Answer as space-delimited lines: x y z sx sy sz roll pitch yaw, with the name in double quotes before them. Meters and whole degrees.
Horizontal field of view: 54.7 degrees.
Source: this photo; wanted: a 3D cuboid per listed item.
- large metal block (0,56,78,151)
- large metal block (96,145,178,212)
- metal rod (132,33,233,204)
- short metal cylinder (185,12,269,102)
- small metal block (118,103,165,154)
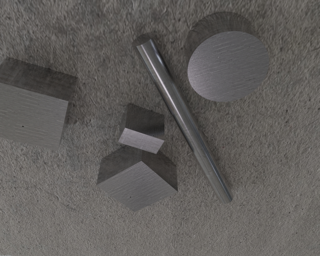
"large metal block" -0.150 -0.027 0.367 0.081 0.050 0.079 15 128 -13
"large metal block" -0.031 0.068 0.449 0.080 0.050 0.080 -30 124 23
"metal rod" 0.044 0.009 0.415 0.025 0.025 0.299 -20 128 16
"short metal cylinder" 0.068 -0.075 0.328 0.081 0.050 0.079 0 130 0
"small metal block" -0.023 0.000 0.391 0.050 0.050 0.025 19 128 -16
